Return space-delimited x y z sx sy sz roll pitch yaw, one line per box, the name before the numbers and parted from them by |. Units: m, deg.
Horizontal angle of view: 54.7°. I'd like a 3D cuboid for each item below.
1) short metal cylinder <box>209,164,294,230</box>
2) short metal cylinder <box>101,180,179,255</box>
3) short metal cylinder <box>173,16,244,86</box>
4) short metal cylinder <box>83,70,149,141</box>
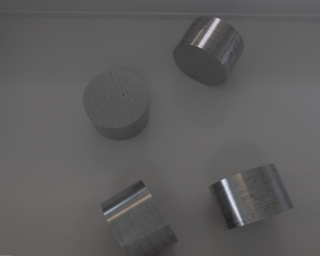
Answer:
short metal cylinder | 0.102 0.079 0.352 0.080 0.080 0.050 -17 71 -6
short metal cylinder | -0.023 0.104 0.342 0.050 0.080 0.080 -31 73 -10
short metal cylinder | 0.065 -0.102 0.418 0.080 0.080 0.050 29 73 10
short metal cylinder | -0.055 -0.029 0.406 0.081 0.050 0.080 0 70 0
